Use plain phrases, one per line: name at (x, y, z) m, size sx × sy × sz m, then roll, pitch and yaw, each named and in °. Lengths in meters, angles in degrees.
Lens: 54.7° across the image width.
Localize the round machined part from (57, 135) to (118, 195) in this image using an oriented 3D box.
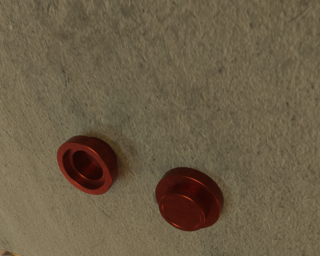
round machined part at (-0.107, 0.053, 0.483) m, size 0.098 × 0.042 × 0.097 m, roll 13°, pitch 124°, yaw 20°

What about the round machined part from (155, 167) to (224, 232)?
round machined part at (0.037, 0.108, 0.442) m, size 0.098 × 0.042 × 0.097 m, roll 13°, pitch 124°, yaw 20°
